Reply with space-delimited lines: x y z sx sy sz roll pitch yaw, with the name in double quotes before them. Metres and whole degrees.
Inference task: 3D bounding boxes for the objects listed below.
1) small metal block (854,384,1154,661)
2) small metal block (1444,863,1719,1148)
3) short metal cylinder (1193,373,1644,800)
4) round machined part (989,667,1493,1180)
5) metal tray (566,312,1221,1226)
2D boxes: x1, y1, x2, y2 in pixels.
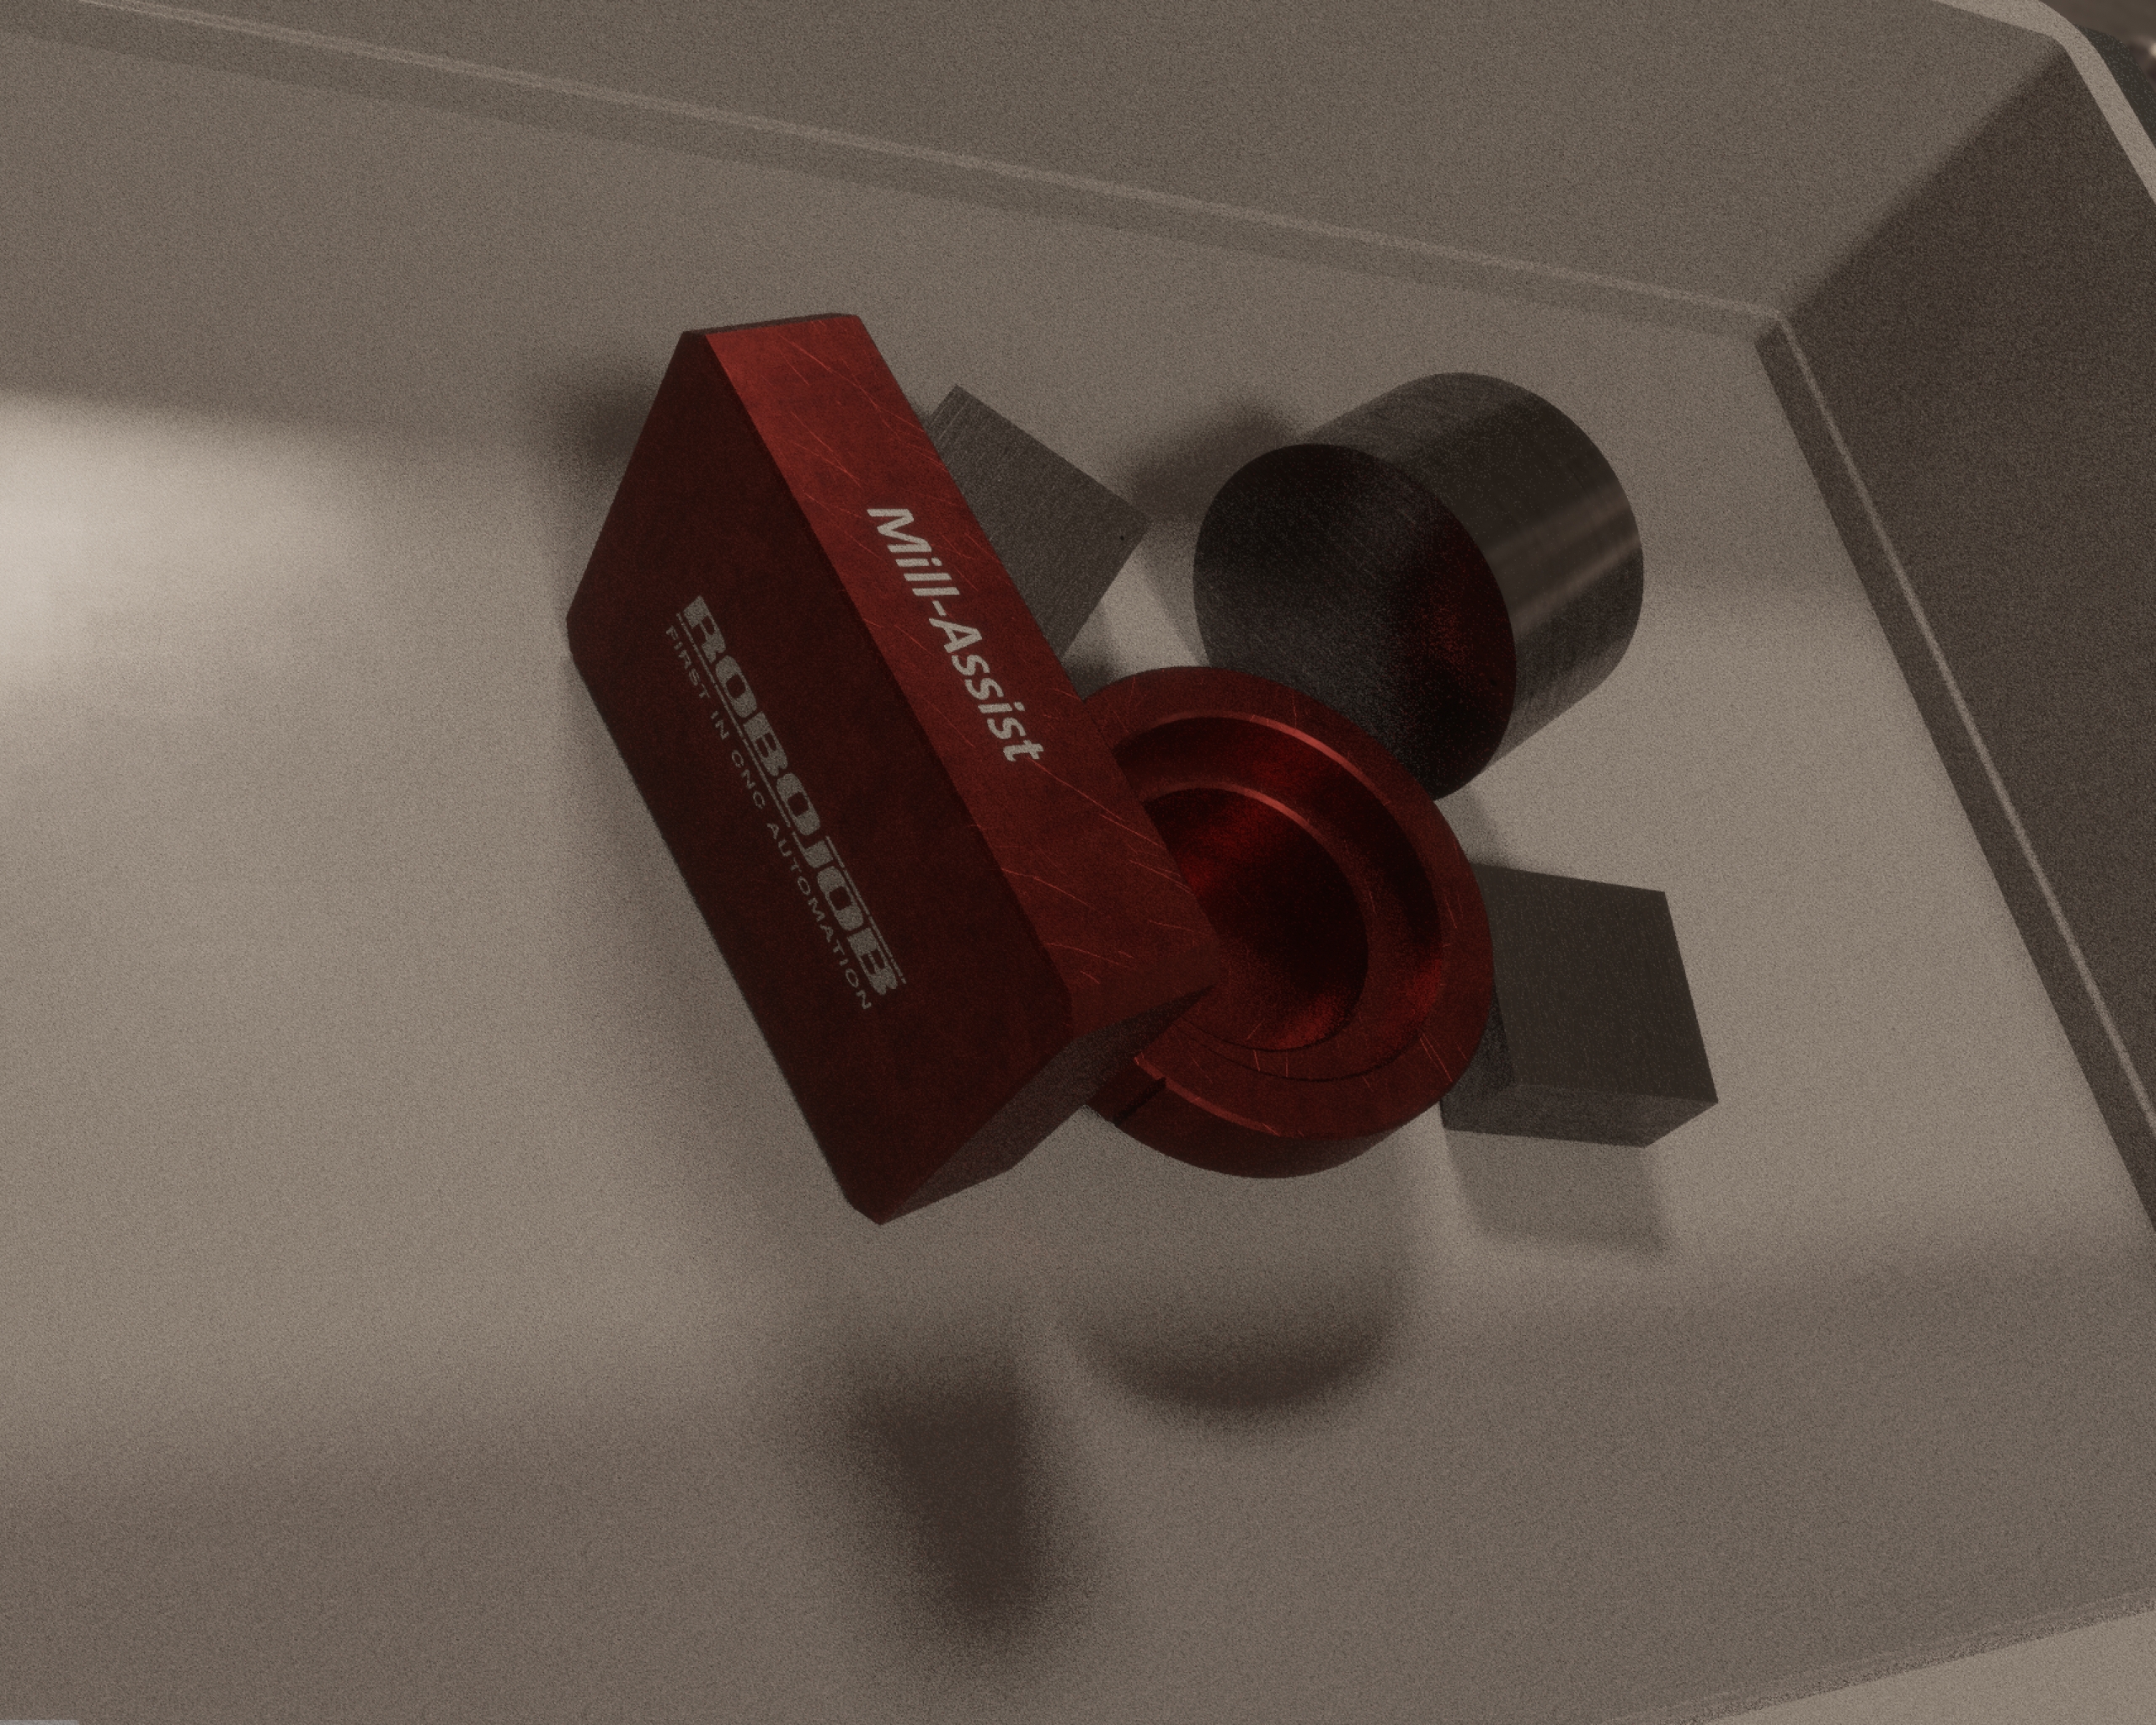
"small metal block" -0.020 -0.063 0.433 0.050 0.025 0.050 34 52 -5
"small metal block" 0.102 0.031 0.442 0.050 0.025 0.050 8 58 -23
"short metal cylinder" 0.072 -0.058 0.445 0.050 0.080 0.080 -33 81 -38
"round machined part" 0.026 0.015 0.398 0.099 0.042 0.098 14 56 -21
"metal tray" -0.037 -0.014 0.352 0.030 0.090 0.130 -19 72 -35
